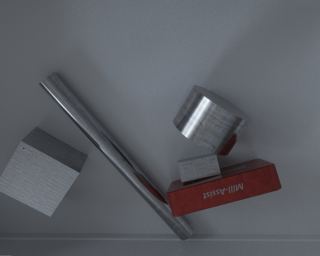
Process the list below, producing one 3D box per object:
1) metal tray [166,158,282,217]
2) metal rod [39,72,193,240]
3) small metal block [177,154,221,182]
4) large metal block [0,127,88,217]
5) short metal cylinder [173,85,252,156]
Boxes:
[{"bbox_3d":[0.078,0.074,0.402,0.131,0.090,0.030,-16,87,5],"label":"metal tray"},{"bbox_3d":[-0.050,0.049,0.428,0.025,0.025,0.300,-36,107,12],"label":"metal rod"},{"bbox_3d":[0.051,0.052,0.415,0.050,0.050,0.025,-13,87,4],"label":"small metal block"},{"bbox_3d":[-0.157,0.058,0.417,0.080,0.050,0.080,32,107,-12],"label":"large metal block"},{"bbox_3d":[0.063,-0.010,0.379,0.080,0.080,0.050,27,108,-10],"label":"short metal cylinder"}]
